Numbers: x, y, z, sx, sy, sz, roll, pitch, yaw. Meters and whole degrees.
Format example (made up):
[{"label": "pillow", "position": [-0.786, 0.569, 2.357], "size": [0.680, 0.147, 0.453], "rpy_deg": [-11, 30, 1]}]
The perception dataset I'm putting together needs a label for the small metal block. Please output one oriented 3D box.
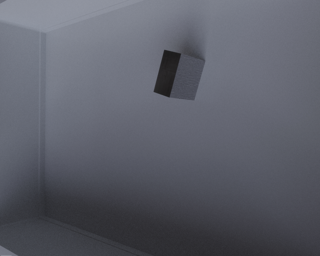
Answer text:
[{"label": "small metal block", "position": [0.024, -0.062, 0.369], "size": [0.025, 0.050, 0.050], "rpy_deg": [24, 105, 37]}]
